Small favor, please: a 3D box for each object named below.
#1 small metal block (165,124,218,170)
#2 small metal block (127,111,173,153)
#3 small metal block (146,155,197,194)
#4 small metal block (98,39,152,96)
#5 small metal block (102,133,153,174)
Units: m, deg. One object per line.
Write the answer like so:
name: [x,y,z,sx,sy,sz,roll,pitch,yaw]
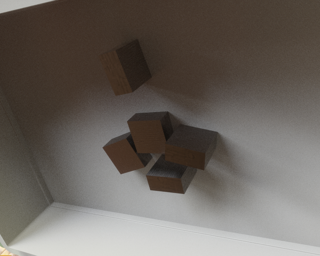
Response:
small metal block: [0.039,0.022,0.386,0.050,0.050,0.025,13,124,21]
small metal block: [-0.010,0.007,0.418,0.050,0.025,0.050,-2,118,29]
small metal block: [0.017,0.062,0.422,0.050,0.050,0.025,0,119,28]
small metal block: [-0.040,-0.073,0.369,0.025,0.050,0.050,-8,115,32]
small metal block: [-0.048,0.036,0.456,0.050,0.025,0.050,-21,107,36]
